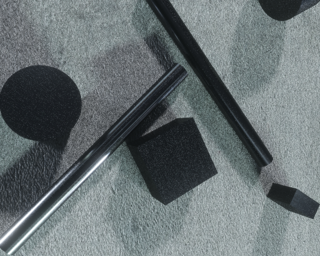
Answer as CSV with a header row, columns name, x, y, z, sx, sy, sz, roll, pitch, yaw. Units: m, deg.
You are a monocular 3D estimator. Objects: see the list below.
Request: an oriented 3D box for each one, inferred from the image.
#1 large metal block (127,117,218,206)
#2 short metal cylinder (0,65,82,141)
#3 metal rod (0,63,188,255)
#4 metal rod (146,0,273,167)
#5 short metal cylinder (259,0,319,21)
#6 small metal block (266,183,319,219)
name,x,y,z,sx,sy,sz,roll,pitch,yaw
large metal block,0.015,0.040,0.402,0.081,0.050,0.080,-28,99,-18
short metal cylinder,-0.132,-0.026,0.347,0.081,0.050,0.080,0,90,-20
metal rod,-0.072,0.027,0.382,0.301,0.025,0.025,-47,105,-14
metal rod,0.072,-0.066,0.435,0.025,0.025,0.299,-40,103,-16
short metal cylinder,0.189,-0.204,0.450,0.050,0.080,0.080,-31,101,-17
small metal block,0.202,0.110,0.471,0.050,0.050,0.025,32,80,-17
